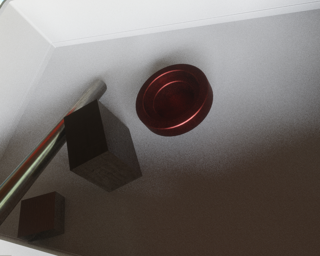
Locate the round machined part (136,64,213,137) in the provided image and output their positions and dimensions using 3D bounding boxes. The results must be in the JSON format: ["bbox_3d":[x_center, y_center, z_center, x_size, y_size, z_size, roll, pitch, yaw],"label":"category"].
[{"bbox_3d":[0.022,-0.032,0.402,0.098,0.042,0.098,-13,56,20],"label":"round machined part"}]

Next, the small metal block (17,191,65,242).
[{"bbox_3d":[-0.155,0.117,0.408,0.050,0.025,0.050,-16,55,7],"label":"small metal block"}]

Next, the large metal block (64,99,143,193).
[{"bbox_3d":[-0.072,0.024,0.392,0.050,0.080,0.080,-28,52,10],"label":"large metal block"}]

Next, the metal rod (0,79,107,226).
[{"bbox_3d":[-0.133,0.019,0.381,0.025,0.025,0.301,-9,32,23],"label":"metal rod"}]
